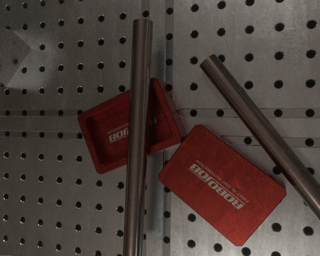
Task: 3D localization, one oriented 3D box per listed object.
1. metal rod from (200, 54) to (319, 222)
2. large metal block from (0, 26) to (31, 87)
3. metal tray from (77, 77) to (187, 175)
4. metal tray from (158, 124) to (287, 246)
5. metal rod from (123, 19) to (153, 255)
[{"bbox_3d":[0.145,0.035,0.361,0.025,0.025,0.299,-38,78,16],"label":"metal rod"},{"bbox_3d":[-0.263,-0.114,0.474,0.050,0.080,0.080,42,103,15],"label":"large metal block"},{"bbox_3d":[-0.040,-0.001,0.422,0.130,0.030,0.090,-24,82,18],"label":"metal tray"},{"bbox_3d":[0.074,0.067,0.383,0.130,0.030,0.090,39,102,15],"label":"metal tray"},{"bbox_3d":[-0.028,0.017,0.388,0.025,0.025,0.298,3,91,19],"label":"metal rod"}]
